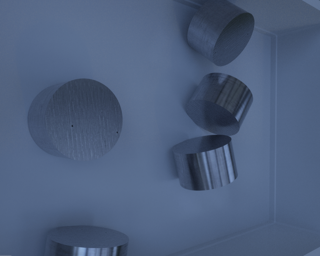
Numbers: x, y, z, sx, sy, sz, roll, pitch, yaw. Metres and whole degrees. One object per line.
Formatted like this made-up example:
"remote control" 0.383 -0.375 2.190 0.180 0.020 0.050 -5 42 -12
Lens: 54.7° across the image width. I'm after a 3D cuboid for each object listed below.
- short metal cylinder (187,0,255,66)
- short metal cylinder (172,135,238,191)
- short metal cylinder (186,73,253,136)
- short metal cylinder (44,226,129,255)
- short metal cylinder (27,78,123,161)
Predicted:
"short metal cylinder" 0.086 -0.135 0.436 0.080 0.050 0.080 -32 148 -23
"short metal cylinder" 0.061 0.045 0.422 0.081 0.080 0.050 -21 104 -38
"short metal cylinder" 0.084 -0.033 0.441 0.080 0.080 0.050 46 63 -31
"short metal cylinder" -0.074 0.133 0.309 0.081 0.080 0.050 11 83 -40
"short metal cylinder" -0.086 -0.008 0.318 0.081 0.050 0.080 0 90 -40
